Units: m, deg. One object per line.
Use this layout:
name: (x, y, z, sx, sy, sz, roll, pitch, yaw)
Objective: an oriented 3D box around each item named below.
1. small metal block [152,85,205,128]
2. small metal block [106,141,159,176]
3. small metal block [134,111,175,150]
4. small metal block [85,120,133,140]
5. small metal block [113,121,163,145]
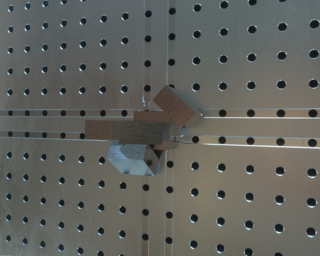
small metal block: (0.025, -0.026, 0.391, 0.050, 0.050, 0.025, 45, 103, 14)
small metal block: (-0.034, 0.041, 0.409, 0.050, 0.050, 0.025, 1, 59, 20)
small metal block: (-0.008, 0.003, 0.416, 0.050, 0.025, 0.050, 2, 90, 19)
small metal block: (-0.066, 0.002, 0.423, 0.050, 0.050, 0.025, 2, 91, 20)
small metal block: (-0.028, 0.005, 0.372, 0.050, 0.050, 0.025, 2, 92, -17)
